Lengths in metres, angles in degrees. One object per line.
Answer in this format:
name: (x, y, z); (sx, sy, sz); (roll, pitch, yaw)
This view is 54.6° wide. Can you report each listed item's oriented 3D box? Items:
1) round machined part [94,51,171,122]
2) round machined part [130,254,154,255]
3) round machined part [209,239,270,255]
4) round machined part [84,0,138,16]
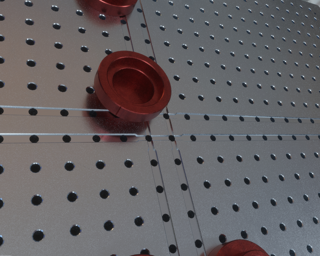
round machined part: (-0.038, -0.050, 0.407); (0.099, 0.042, 0.098); (13, 56, -21)
round machined part: (-0.022, 0.170, 0.281); (0.099, 0.042, 0.098); (13, 56, -21)
round machined part: (0.100, 0.174, 0.344); (0.099, 0.042, 0.098); (13, 56, -21)
round machined part: (-0.079, -0.231, 0.495); (0.099, 0.042, 0.098); (13, 56, -21)
